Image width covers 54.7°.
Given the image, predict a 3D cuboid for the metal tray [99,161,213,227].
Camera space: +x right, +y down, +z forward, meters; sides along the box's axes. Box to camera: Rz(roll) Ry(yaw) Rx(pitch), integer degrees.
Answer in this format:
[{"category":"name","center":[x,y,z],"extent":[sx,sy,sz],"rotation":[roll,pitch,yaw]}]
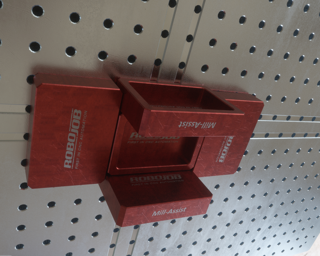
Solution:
[{"category":"metal tray","center":[-0.007,0.081,0.415],"extent":[0.131,0.090,0.030],"rotation":[1,118,-29]}]

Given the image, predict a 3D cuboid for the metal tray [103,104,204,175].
[{"category":"metal tray","center":[-0.005,0.014,0.413],"extent":[0.131,0.030,0.089],"rotation":[1,118,-29]}]

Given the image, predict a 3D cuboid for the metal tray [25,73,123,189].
[{"category":"metal tray","center":[-0.101,0.007,0.357],"extent":[0.091,0.030,0.129],"rotation":[1,118,-29]}]

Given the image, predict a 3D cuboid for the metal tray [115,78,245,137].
[{"category":"metal tray","center":[0.022,-0.025,0.367],"extent":[0.131,0.090,0.030],"rotation":[1,118,-29]}]

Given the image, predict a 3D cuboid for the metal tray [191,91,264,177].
[{"category":"metal tray","center":[0.093,0.011,0.466],"extent":[0.091,0.030,0.129],"rotation":[0,118,-30]}]
